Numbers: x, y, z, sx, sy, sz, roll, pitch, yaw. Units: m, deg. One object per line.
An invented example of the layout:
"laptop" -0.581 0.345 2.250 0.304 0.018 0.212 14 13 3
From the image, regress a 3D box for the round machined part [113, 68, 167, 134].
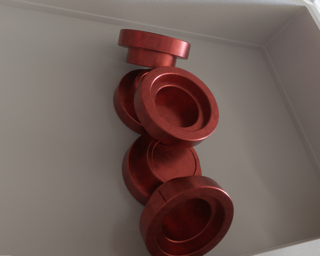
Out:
"round machined part" -0.009 -0.040 0.414 0.099 0.042 0.098 14 56 -21

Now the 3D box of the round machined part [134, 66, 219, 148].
"round machined part" 0.016 -0.020 0.360 0.099 0.042 0.098 14 56 -21

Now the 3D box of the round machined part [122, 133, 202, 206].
"round machined part" 0.008 0.046 0.370 0.099 0.042 0.098 14 56 -21

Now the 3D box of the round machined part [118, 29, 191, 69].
"round machined part" -0.010 -0.104 0.429 0.099 0.098 0.042 7 101 -25

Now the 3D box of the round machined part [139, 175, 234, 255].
"round machined part" 0.025 0.091 0.329 0.099 0.097 0.042 6 21 -26
